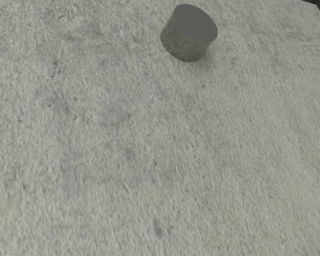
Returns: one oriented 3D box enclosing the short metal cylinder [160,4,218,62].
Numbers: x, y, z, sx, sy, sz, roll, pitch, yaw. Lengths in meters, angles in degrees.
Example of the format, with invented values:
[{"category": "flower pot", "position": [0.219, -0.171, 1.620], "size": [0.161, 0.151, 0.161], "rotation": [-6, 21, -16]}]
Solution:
[{"category": "short metal cylinder", "position": [0.047, -0.156, 0.510], "size": [0.081, 0.050, 0.080], "rotation": [14, 56, -21]}]
